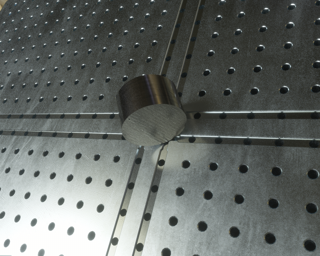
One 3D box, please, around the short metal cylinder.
[{"bbox_3d":[-0.012,-0.021,0.392,0.080,0.080,0.050,-25,52,13],"label":"short metal cylinder"}]
